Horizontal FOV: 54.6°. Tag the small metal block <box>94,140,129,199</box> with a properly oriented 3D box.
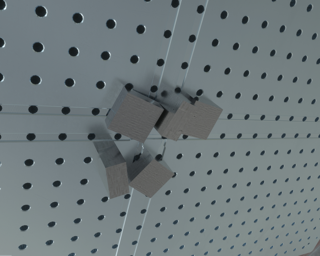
[{"bbox_3d":[-0.061,0.052,0.393,0.025,0.050,0.050,-15,125,-20],"label":"small metal block"}]

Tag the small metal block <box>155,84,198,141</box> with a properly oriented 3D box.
[{"bbox_3d":[0.013,-0.019,0.389,0.025,0.050,0.050,21,107,-37],"label":"small metal block"}]

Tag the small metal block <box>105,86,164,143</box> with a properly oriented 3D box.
[{"bbox_3d":[-0.032,-0.016,0.378,0.050,0.025,0.050,24,106,-27],"label":"small metal block"}]

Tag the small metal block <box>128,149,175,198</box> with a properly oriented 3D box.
[{"bbox_3d":[-0.016,0.066,0.442,0.050,0.025,0.050,-46,129,4],"label":"small metal block"}]

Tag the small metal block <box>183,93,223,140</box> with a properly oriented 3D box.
[{"bbox_3d":[0.051,-0.015,0.429,0.050,0.025,0.050,14,111,-34],"label":"small metal block"}]
